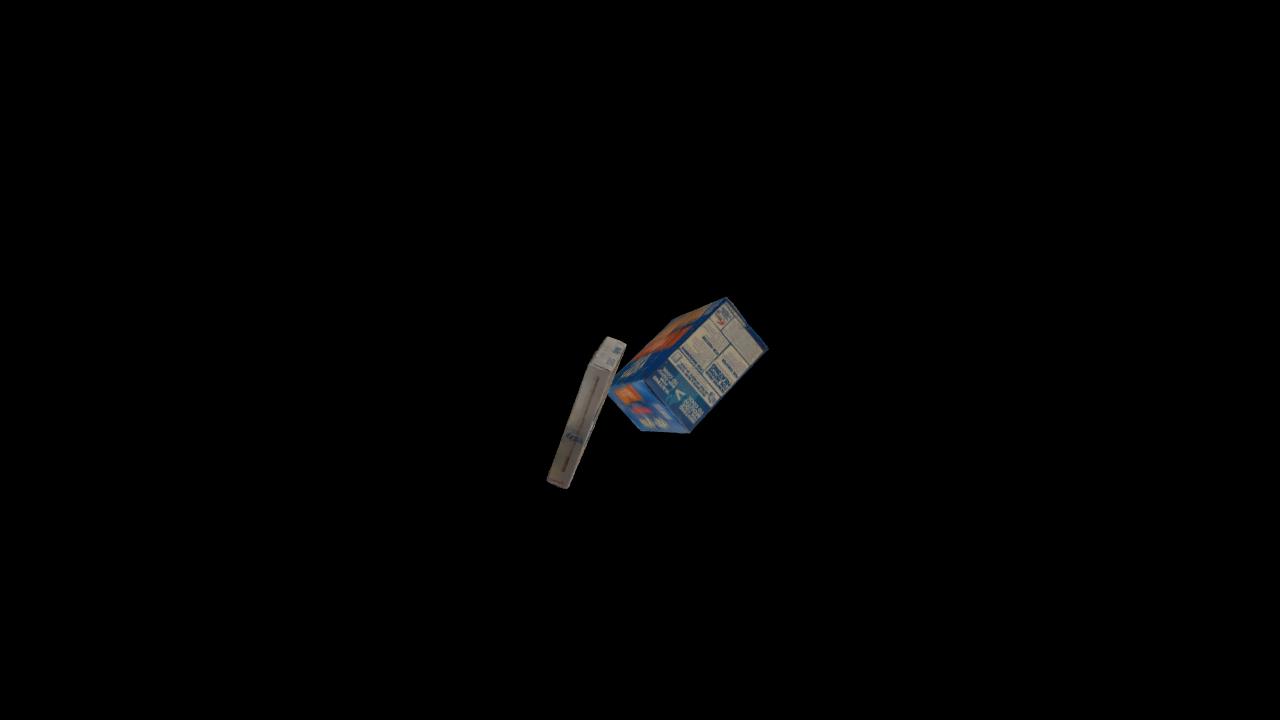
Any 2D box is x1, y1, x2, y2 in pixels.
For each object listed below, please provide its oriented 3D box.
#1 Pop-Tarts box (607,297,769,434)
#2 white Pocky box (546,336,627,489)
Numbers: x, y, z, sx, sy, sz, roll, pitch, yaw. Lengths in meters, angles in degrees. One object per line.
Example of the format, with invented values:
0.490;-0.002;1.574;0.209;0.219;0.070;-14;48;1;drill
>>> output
0.048;0.011;0.744;0.141;0.083;0.167;-45;9;-17;Pop-Tarts box
-0.058;0.056;0.667;0.028;0.154;0.084;22;24;0;white Pocky box
